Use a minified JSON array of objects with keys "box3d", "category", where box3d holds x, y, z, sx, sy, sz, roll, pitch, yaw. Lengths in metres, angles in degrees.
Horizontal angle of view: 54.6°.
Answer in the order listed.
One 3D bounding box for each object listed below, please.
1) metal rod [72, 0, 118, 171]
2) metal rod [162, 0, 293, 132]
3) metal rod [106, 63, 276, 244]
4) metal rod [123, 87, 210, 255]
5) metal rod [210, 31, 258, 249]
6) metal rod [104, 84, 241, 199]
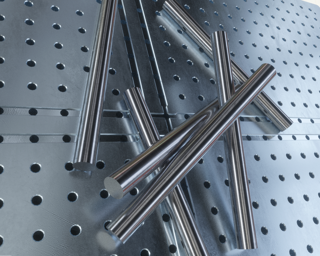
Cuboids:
[{"box3d":[-0.080,-0.085,0.416,0.025,0.025,0.300,14,56,-20],"category":"metal rod"},{"box3d":[0.114,-0.112,0.537,0.300,0.025,0.025,48,51,5],"category":"metal rod"},{"box3d":[0.054,0.014,0.375,0.025,0.025,0.301,45,66,3],"category":"metal rod"},{"box3d":[0.017,0.082,0.366,0.025,0.025,0.299,-10,67,-32],"category":"metal rod"},{"box3d":[0.097,0.004,0.421,0.025,0.025,0.299,5,71,-26],"category":"metal rod"},{"box3d":[0.043,-0.001,0.407,0.025,0.025,0.302,49,44,6],"category":"metal rod"}]
